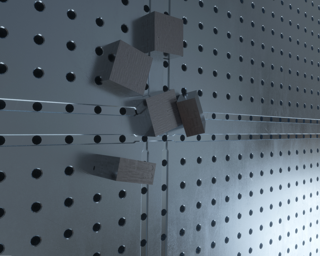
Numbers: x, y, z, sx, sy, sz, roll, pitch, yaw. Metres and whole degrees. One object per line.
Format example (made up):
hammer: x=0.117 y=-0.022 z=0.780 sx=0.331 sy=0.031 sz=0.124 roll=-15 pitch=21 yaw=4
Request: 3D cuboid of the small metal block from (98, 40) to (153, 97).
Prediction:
small metal block: x=-0.041 y=-0.071 z=0.376 sx=0.050 sy=0.025 sz=0.050 roll=22 pitch=76 yaw=-38

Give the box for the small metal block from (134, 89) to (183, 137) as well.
small metal block: x=-0.001 y=-0.020 z=0.410 sx=0.050 sy=0.025 sz=0.050 roll=-24 pitch=105 yaw=-38

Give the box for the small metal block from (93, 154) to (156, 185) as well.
small metal block: x=-0.041 y=0.048 z=0.360 sx=0.050 sy=0.050 sz=0.025 roll=15 pitch=81 yaw=-39

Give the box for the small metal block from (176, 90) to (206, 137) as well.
small metal block: x=0.045 y=-0.021 z=0.432 sx=0.050 sy=0.025 sz=0.050 roll=-63 pitch=137 yaw=-70

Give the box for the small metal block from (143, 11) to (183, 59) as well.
small metal block: x=0.004 y=-0.122 z=0.415 sx=0.050 sy=0.025 sz=0.050 roll=0 pitch=90 yaw=-40
